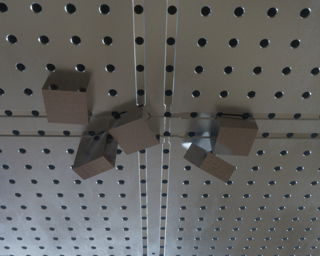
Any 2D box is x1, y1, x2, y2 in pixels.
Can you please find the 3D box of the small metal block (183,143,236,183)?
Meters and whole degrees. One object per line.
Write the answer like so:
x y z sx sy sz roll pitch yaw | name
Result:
0.069 0.048 0.434 0.050 0.050 0.025 30 89 -24 | small metal block

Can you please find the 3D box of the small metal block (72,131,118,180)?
-0.088 0.037 0.426 0.050 0.050 0.025 -23 126 18 | small metal block

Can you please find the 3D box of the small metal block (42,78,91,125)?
-0.113 -0.032 0.383 0.050 0.025 0.050 3 130 -4 | small metal block

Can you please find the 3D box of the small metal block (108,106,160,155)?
-0.034 0.004 0.415 0.050 0.025 0.050 -20 128 16 | small metal block

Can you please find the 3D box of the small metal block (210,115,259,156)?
0.100 0.011 0.423 0.050 0.025 0.050 4 130 -4 | small metal block
